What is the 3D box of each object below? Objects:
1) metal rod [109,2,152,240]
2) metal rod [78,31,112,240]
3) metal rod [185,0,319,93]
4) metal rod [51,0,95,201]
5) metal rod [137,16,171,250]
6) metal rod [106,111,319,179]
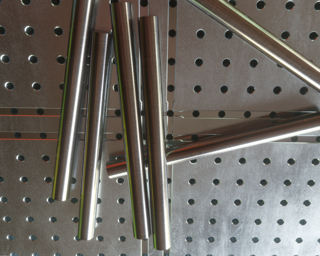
[{"bbox_3d":[-0.035,0.001,0.393,0.025,0.025,0.298,-4,103,1],"label":"metal rod"},{"bbox_3d":[-0.091,0.024,0.421,0.025,0.025,0.298,8,110,-3],"label":"metal rod"},{"bbox_3d":[0.137,-0.099,0.377,0.301,0.025,0.025,30,107,-11],"label":"metal rod"},{"bbox_3d":[-0.112,-0.039,0.398,0.025,0.025,0.298,11,110,-4],"label":"metal rod"},{"bbox_3d":[-0.006,0.016,0.396,0.025,0.025,0.298,-3,102,1],"label":"metal rod"},{"bbox_3d":[0.075,0.024,0.422,0.301,0.025,0.025,-14,110,5],"label":"metal rod"}]
